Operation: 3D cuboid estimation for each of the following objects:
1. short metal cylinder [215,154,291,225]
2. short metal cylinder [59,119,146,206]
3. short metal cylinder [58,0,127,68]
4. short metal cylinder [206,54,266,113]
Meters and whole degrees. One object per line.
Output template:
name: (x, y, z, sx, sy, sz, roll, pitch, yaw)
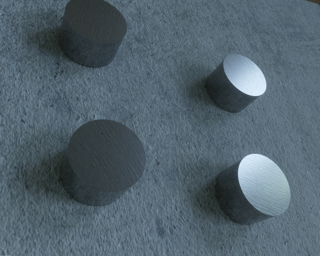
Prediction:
short metal cylinder: (0.120, 0.080, 0.403, 0.081, 0.050, 0.080, 14, 56, -21)
short metal cylinder: (-0.062, 0.038, 0.331, 0.081, 0.050, 0.080, 14, 56, -21)
short metal cylinder: (-0.091, -0.129, 0.417, 0.081, 0.050, 0.080, 14, 56, -21)
short metal cylinder: (0.121, -0.071, 0.496, 0.081, 0.050, 0.080, 14, 56, -21)
